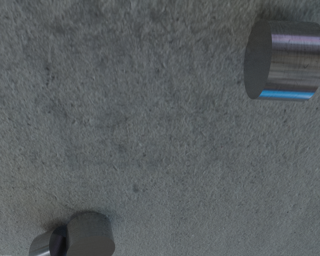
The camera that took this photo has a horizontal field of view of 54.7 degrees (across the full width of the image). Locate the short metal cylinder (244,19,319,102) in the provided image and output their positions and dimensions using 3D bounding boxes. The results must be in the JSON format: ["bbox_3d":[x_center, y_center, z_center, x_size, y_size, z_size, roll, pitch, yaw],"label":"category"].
[{"bbox_3d":[0.123,-0.068,0.315,0.050,0.080,0.079,3,130,-3],"label":"short metal cylinder"}]

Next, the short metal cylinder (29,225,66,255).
[{"bbox_3d":[-0.186,0.223,0.558,0.050,0.080,0.080,-27,125,21],"label":"short metal cylinder"}]

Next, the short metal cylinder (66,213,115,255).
[{"bbox_3d":[-0.122,0.195,0.542,0.081,0.050,0.079,-9,125,-13],"label":"short metal cylinder"}]
